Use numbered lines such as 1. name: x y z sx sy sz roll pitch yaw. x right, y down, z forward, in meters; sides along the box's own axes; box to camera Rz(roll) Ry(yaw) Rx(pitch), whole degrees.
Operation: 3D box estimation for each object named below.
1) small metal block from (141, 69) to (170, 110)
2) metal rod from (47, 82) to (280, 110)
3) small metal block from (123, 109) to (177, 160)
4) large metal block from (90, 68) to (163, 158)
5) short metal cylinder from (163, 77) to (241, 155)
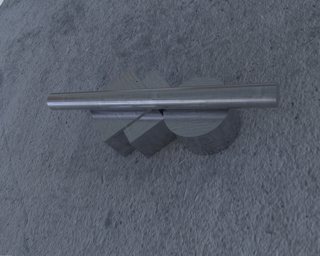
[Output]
1. small metal block: 0.007 -0.042 0.412 0.025 0.050 0.050 -37 52 4
2. metal rod: -0.019 -0.035 0.370 0.300 0.025 0.025 1 62 28
3. small metal block: -0.010 0.007 0.392 0.050 0.050 0.025 -36 52 4
4. large metal block: -0.043 -0.021 0.423 0.080 0.050 0.080 -36 51 4
5. short metal cylinder: 0.051 -0.014 0.370 0.080 0.050 0.080 -13 56 21
